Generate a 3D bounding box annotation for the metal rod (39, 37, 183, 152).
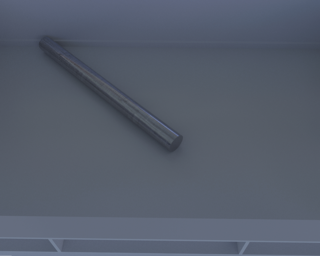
[{"bbox_3d":[-0.086,-0.061,0.456,0.300,0.025,0.025,37,59,27],"label":"metal rod"}]
